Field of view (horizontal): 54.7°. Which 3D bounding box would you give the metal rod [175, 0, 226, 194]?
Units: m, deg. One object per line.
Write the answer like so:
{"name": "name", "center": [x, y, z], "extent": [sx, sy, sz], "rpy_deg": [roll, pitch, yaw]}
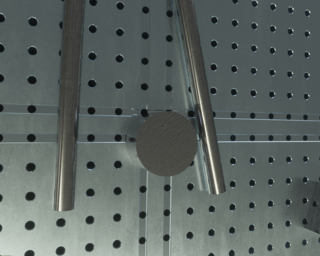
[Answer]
{"name": "metal rod", "center": [0.055, -0.056, 0.432], "extent": [0.025, 0.025, 0.298], "rpy_deg": [-12, 94, -20]}

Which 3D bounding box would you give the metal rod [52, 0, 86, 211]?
{"name": "metal rod", "center": [-0.108, -0.053, 0.372], "extent": [0.025, 0.025, 0.298], "rpy_deg": [3, 89, -20]}

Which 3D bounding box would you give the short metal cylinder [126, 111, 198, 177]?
{"name": "short metal cylinder", "center": [0.001, 0.019, 0.400], "extent": [0.081, 0.050, 0.079], "rpy_deg": [0, 90, -20]}

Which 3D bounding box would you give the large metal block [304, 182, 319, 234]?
{"name": "large metal block", "center": [0.296, 0.142, 0.509], "extent": [0.080, 0.050, 0.080], "rpy_deg": [20, 83, -19]}
